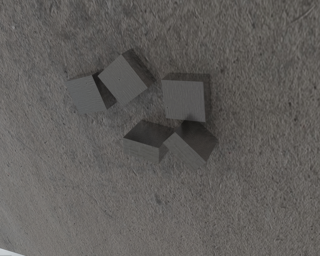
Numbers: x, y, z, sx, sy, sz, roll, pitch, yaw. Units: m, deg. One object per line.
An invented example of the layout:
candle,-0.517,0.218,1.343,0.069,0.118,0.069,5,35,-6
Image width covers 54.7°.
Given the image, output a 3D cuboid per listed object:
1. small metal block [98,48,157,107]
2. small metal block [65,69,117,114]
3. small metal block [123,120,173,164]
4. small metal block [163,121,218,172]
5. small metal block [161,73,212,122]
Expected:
small metal block,-0.041,-0.063,0.390,0.050,0.025,0.050,-32,101,38
small metal block,-0.095,-0.049,0.427,0.050,0.025,0.050,-7,115,31
small metal block,-0.014,0.017,0.408,0.050,0.050,0.025,15,125,20
small metal block,0.039,0.017,0.381,0.050,0.050,0.025,44,129,-3
small metal block,0.032,-0.037,0.367,0.050,0.025,0.050,7,122,24
